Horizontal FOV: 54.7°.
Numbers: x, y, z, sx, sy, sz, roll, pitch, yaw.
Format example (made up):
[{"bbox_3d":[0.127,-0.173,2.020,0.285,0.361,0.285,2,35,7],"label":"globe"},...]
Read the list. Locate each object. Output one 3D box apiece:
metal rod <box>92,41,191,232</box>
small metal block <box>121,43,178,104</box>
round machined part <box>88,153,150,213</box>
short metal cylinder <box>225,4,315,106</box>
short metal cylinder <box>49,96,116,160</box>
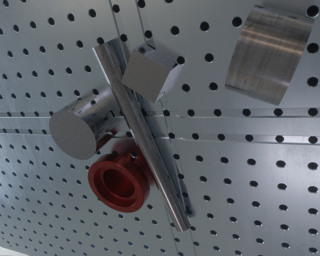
[{"bbox_3d":[-0.018,0.025,0.436,0.025,0.025,0.299,-10,114,32],"label":"metal rod"},{"bbox_3d":[-0.013,-0.066,0.377,0.050,0.025,0.050,33,129,6],"label":"small metal block"},{"bbox_3d":[-0.059,0.080,0.481,0.098,0.042,0.097,13,124,21],"label":"round machined part"},{"bbox_3d":[0.098,-0.066,0.283,0.050,0.080,0.079,22,127,15],"label":"short metal cylinder"},{"bbox_3d":[-0.113,0.000,0.454,0.080,0.050,0.079,13,124,21],"label":"short metal cylinder"}]
